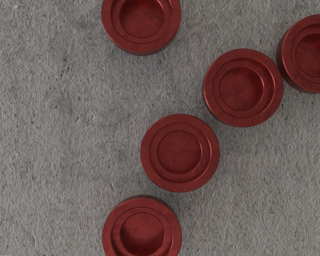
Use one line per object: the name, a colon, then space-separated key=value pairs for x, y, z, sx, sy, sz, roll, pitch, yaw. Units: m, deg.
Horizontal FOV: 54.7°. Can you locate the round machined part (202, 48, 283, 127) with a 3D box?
round machined part: x=0.103 y=-0.050 z=0.402 sx=0.099 sy=0.042 sz=0.097 roll=0 pitch=90 yaw=0

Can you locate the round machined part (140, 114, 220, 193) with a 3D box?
round machined part: x=0.025 y=0.031 z=0.402 sx=0.099 sy=0.042 sz=0.097 roll=0 pitch=90 yaw=0

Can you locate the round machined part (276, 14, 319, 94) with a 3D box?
round machined part: x=0.200 y=-0.092 z=0.403 sx=0.099 sy=0.042 sz=0.097 roll=0 pitch=90 yaw=0

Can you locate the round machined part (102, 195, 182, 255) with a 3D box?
round machined part: x=-0.022 y=0.135 z=0.401 sx=0.099 sy=0.042 sz=0.097 roll=0 pitch=90 yaw=0

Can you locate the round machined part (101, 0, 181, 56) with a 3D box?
round machined part: x=-0.023 y=-0.142 z=0.401 sx=0.099 sy=0.042 sz=0.097 roll=0 pitch=90 yaw=0
